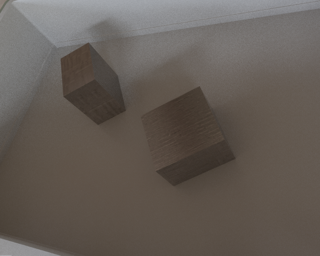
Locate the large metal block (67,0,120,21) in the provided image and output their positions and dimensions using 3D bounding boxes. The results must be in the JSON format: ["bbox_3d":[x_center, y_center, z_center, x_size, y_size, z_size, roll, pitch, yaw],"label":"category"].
[{"bbox_3d":[-0.130,-0.270,0.626,0.080,0.050,0.080,24,74,36],"label":"large metal block"}]

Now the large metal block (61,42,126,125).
[{"bbox_3d":[-0.099,-0.065,0.462,0.050,0.080,0.080,-26,53,12],"label":"large metal block"}]

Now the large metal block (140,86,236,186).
[{"bbox_3d":[0.031,0.010,0.367,0.080,0.050,0.080,-26,53,12],"label":"large metal block"}]
